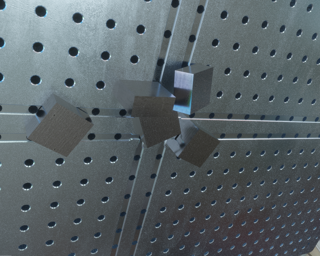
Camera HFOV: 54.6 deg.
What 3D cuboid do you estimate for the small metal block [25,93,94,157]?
[{"bbox_3d":[-0.112,-0.002,0.348,0.050,0.025,0.050,-49,129,6],"label":"small metal block"}]

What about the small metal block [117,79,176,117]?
[{"bbox_3d":[-0.017,-0.035,0.363,0.050,0.050,0.025,-1,118,-28],"label":"small metal block"}]

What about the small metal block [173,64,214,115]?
[{"bbox_3d":[0.041,-0.049,0.386,0.050,0.025,0.050,-28,128,-49],"label":"small metal block"}]

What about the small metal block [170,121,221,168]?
[{"bbox_3d":[0.052,0.024,0.454,0.050,0.025,0.050,29,102,-38],"label":"small metal block"}]

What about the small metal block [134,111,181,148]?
[{"bbox_3d":[-0.004,-0.009,0.403,0.050,0.025,0.050,-23,127,-14],"label":"small metal block"}]
